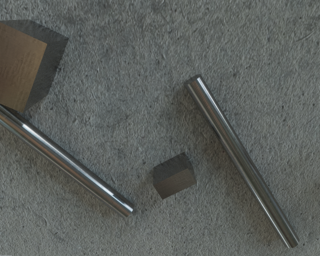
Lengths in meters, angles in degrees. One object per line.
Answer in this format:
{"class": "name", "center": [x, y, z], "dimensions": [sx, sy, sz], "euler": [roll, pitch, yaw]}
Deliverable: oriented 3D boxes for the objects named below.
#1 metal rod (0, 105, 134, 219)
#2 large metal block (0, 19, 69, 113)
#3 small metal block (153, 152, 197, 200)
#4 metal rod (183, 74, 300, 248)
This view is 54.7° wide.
{"class": "metal rod", "center": [-0.154, 0.025, 0.416], "dimensions": [0.300, 0.025, 0.025], "euler": [42, 105, -14]}
{"class": "large metal block", "center": [-0.152, -0.073, 0.351], "dimensions": [0.050, 0.080, 0.080], "euler": [24, 108, -9]}
{"class": "small metal block", "center": [0.019, 0.064, 0.420], "dimensions": [0.050, 0.050, 0.025], "euler": [-28, 108, 9]}
{"class": "metal rod", "center": [0.121, 0.057, 0.432], "dimensions": [0.025, 0.025, 0.299], "euler": [-31, 108, 10]}
